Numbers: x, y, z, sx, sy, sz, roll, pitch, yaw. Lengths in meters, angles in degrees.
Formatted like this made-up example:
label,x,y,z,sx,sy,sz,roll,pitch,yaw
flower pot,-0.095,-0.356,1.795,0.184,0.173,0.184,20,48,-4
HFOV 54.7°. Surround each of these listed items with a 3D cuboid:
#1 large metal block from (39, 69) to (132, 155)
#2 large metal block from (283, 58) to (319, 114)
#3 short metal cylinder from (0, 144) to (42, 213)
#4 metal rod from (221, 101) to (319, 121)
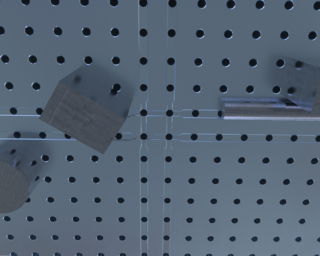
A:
label,x,y,z,sx,sy,sz,roll,pitch,yaw
large metal block,-0.084,-0.023,0.375,0.080,0.080,0.050,31,107,-11
large metal block,0.206,-0.049,0.367,0.081,0.080,0.050,4,110,-2
short metal cylinder,-0.211,0.068,0.423,0.081,0.050,0.079,0,110,0
metal rod,0.233,-0.021,0.407,0.302,0.025,0.025,1,110,-1
